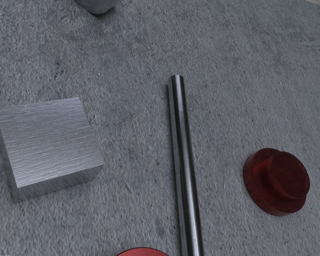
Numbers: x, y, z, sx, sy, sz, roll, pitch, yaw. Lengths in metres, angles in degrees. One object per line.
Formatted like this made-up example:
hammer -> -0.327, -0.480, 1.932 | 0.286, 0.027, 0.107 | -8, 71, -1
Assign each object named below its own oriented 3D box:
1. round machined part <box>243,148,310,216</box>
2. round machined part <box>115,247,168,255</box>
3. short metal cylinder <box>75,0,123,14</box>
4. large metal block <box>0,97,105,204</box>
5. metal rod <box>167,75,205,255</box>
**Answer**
round machined part -> 0.172, 0.072, 0.441 | 0.099, 0.042, 0.098 | 14, 56, -21
round machined part -> -0.022, 0.163, 0.282 | 0.099, 0.042, 0.098 | 14, 56, -21
short metal cylinder -> -0.088, -0.216, 0.453 | 0.080, 0.080, 0.050 | 38, 51, -3
large metal block -> -0.114, 0.020, 0.314 | 0.081, 0.050, 0.080 | -13, 68, -33
metal rod -> 0.032, 0.059, 0.384 | 0.025, 0.025, 0.299 | 10, 57, -23
